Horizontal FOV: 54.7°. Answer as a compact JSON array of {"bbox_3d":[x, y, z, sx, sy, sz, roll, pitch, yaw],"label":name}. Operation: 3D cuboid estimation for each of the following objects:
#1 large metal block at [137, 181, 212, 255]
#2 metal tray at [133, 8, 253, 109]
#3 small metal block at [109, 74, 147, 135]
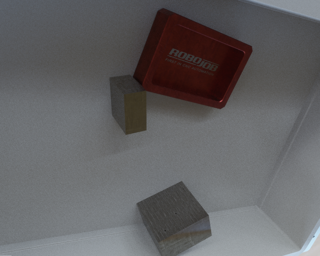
[{"bbox_3d":[0.021,0.140,0.473,0.081,0.080,0.050,-24,127,-14],"label":"large metal block"},{"bbox_3d":[0.043,-0.079,0.381,0.131,0.030,0.089,10,113,-33],"label":"metal tray"},{"bbox_3d":[-0.037,-0.028,0.356,0.025,0.050,0.050,-13,124,-22],"label":"small metal block"}]
